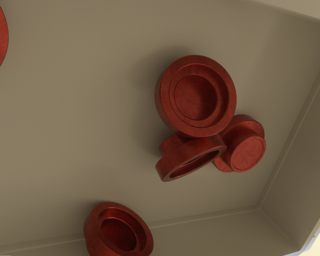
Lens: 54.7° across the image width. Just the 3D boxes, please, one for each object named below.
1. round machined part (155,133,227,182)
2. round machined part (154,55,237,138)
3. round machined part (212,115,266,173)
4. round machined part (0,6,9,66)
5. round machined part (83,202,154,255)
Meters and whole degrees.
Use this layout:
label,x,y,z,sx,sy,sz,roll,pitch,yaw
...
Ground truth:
label,x,y,z,sx,sy,sz,roll,pitch,yaw
round machined part,0.037,0.032,0.421,0.099,0.042,0.098,-24,161,-9
round machined part,0.040,-0.036,0.379,0.099,0.042,0.097,2,83,-18
round machined part,0.127,0.031,0.489,0.099,0.042,0.097,-14,125,-21
round machined part,-0.177,-0.077,0.240,0.099,0.042,0.097,-25,127,-39
round machined part,-0.061,0.152,0.424,0.099,0.098,0.042,22,112,-37
